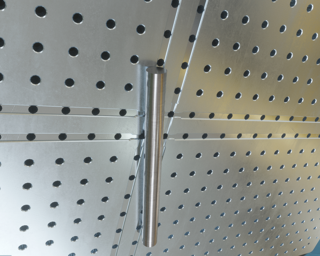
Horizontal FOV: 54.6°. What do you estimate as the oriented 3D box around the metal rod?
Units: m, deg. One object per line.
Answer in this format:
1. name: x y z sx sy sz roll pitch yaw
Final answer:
1. metal rod: -0.011 0.060 0.441 0.025 0.025 0.298 -11 123 -22
